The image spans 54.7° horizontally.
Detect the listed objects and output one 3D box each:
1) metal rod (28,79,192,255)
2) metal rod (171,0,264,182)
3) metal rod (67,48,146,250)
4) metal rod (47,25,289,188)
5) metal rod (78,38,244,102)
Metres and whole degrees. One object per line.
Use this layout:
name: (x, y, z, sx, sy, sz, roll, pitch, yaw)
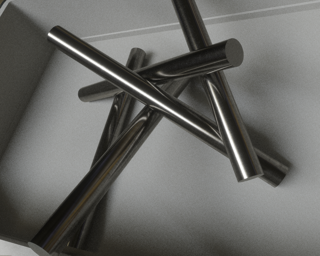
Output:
metal rod: (-0.025, 0.005, 0.339, 0.025, 0.025, 0.301, 6, 40, 30)
metal rod: (0.044, -0.088, 0.336, 0.025, 0.025, 0.299, -22, 70, 15)
metal rod: (-0.069, 0.011, 0.432, 0.025, 0.025, 0.300, 0, 62, 28)
metal rod: (-0.001, -0.030, 0.341, 0.301, 0.025, 0.025, 33, 79, 11)
metal rod: (-0.028, -0.060, 0.386, 0.299, 0.025, 0.025, -3, 58, 51)
